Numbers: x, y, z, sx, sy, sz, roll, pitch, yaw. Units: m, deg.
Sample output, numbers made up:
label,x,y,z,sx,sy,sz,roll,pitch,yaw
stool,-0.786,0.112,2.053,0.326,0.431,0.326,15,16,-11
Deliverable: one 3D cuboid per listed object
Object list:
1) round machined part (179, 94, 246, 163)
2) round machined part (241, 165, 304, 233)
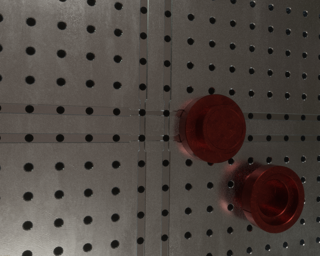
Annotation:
label,x,y,z,sx,sy,sz,roll,pitch,yaw
round machined part,0.080,0.001,0.435,0.099,0.042,0.097,0,90,-21
round machined part,0.164,0.103,0.466,0.099,0.042,0.097,0,90,-21
